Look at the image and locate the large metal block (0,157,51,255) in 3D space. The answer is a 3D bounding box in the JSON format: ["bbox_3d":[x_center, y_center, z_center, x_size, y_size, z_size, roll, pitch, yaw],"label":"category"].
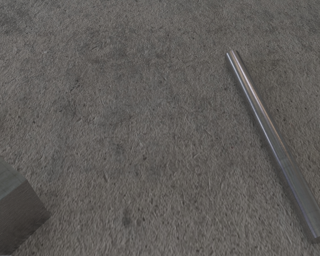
[{"bbox_3d":[-0.163,0.084,0.296,0.050,0.080,0.080,31,56,23],"label":"large metal block"}]

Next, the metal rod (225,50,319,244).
[{"bbox_3d":[0.140,-0.002,0.405,0.025,0.025,0.300,-7,50,-6],"label":"metal rod"}]
